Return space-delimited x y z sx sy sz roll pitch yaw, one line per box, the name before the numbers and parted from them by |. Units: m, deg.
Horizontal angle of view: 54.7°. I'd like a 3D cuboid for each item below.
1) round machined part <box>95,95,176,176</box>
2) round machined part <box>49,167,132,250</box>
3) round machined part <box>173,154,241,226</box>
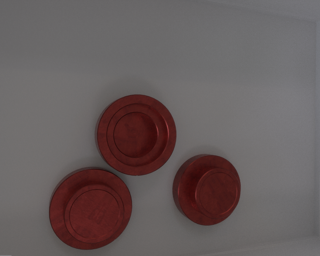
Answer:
round machined part | -0.033 0.008 0.389 0.099 0.042 0.097 0 90 -20
round machined part | -0.081 0.098 0.372 0.099 0.042 0.097 0 90 -20
round machined part | 0.071 0.086 0.428 0.099 0.042 0.097 0 90 -20
